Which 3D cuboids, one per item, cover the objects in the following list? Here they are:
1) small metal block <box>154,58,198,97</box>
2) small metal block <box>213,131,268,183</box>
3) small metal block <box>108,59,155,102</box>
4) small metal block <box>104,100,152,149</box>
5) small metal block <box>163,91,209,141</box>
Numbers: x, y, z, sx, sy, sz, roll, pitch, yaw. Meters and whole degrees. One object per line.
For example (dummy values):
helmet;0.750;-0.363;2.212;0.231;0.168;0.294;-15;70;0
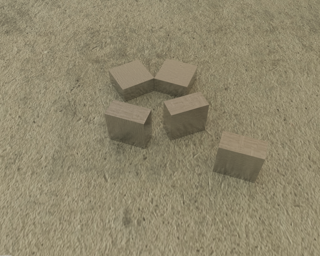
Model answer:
small metal block;0.024;-0.074;0.466;0.050;0.025;0.050;17;52;13
small metal block;0.092;0.034;0.359;0.050;0.050;0.025;14;52;12
small metal block;-0.042;-0.071;0.463;0.050;0.025;0.050;-24;54;-19
small metal block;-0.038;-0.004;0.390;0.050;0.050;0.025;15;52;12
small metal block;0.032;-0.015;0.399;0.050;0.050;0.025;-17;52;-13
